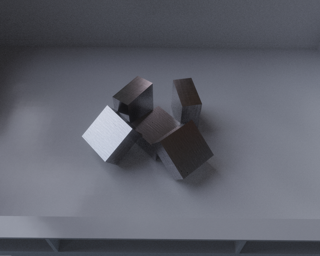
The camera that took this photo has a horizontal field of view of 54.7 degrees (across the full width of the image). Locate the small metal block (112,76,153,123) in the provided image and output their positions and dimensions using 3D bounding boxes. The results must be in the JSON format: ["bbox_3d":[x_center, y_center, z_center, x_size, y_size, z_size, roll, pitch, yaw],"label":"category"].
[{"bbox_3d":[-0.034,-0.033,0.413,0.025,0.050,0.050,29,56,22],"label":"small metal block"}]

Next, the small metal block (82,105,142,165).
[{"bbox_3d":[-0.059,0.009,0.380,0.050,0.025,0.050,41,94,29],"label":"small metal block"}]

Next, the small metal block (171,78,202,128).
[{"bbox_3d":[0.034,-0.030,0.412,0.025,0.050,0.050,-8,50,-8],"label":"small metal block"}]

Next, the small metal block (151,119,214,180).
[{"bbox_3d":[0.027,0.026,0.365,0.050,0.025,0.050,-34,95,-26],"label":"small metal block"}]

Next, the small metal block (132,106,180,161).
[{"bbox_3d":[-0.004,0.006,0.397,0.050,0.025,0.050,-35,58,-26],"label":"small metal block"}]
